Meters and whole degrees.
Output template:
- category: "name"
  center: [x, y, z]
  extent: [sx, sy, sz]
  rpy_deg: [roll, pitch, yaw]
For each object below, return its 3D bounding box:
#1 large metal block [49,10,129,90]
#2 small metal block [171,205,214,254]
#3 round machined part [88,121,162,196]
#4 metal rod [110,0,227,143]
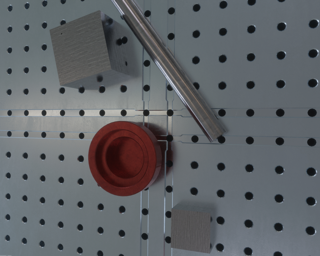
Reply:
- category: "large metal block"
  center: [-0.098, -0.105, 0.434]
  extent: [0.080, 0.050, 0.080]
  rpy_deg: [-13, 86, 19]
- category: "small metal block"
  center: [0.042, 0.128, 0.398]
  extent: [0.050, 0.025, 0.050]
  rpy_deg: [1, 90, 20]
- category: "round machined part"
  center: [-0.043, 0.039, 0.419]
  extent: [0.098, 0.042, 0.097]
  rpy_deg: [0, 90, 20]
- category: "metal rod"
  center: [-0.008, -0.110, 0.415]
  extent: [0.025, 0.025, 0.299]
  rpy_deg: [-37, 78, 16]
